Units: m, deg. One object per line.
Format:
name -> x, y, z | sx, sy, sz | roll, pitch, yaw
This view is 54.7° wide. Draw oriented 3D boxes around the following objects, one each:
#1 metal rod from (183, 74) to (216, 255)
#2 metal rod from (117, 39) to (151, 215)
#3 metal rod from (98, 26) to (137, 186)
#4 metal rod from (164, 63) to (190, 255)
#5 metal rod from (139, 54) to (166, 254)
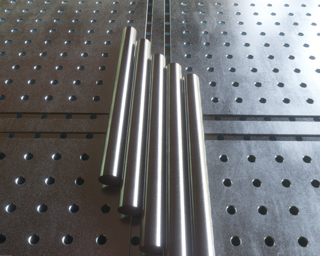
metal rod -> 0.044, 0.042, 0.372 | 0.025, 0.025, 0.300 | 1, 50, 0
metal rod -> -0.031, -0.026, 0.428 | 0.025, 0.025, 0.300 | 1, 50, 0
metal rod -> -0.056, -0.055, 0.452 | 0.025, 0.025, 0.300 | 1, 50, 0
metal rod -> 0.019, 0.022, 0.388 | 0.025, 0.025, 0.300 | 1, 50, 0
metal rod -> -0.006, 0.005, 0.402 | 0.025, 0.025, 0.300 | 1, 50, 0
